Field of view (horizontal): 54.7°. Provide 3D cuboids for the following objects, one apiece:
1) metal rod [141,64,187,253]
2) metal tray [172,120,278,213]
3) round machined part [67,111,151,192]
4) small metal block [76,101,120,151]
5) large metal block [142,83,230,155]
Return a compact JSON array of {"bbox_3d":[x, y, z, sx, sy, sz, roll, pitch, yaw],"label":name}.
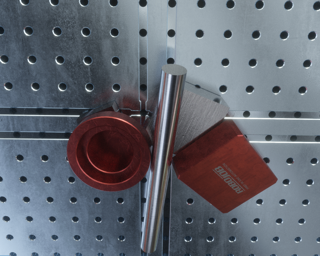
[{"bbox_3d":[-0.001,0.062,0.390,0.025,0.025,0.298,6,126,-2],"label":"metal rod"},{"bbox_3d":[0.087,0.056,0.401,0.090,0.030,0.130,-36,131,13],"label":"metal tray"},{"bbox_3d":[-0.059,0.025,0.380,0.099,0.042,0.097,1,111,2],"label":"round machined part"},{"bbox_3d":[-0.074,-0.001,0.409,0.050,0.025,0.050,-21,109,7],"label":"small metal block"},{"bbox_3d":[0.029,-0.012,0.392,0.080,0.050,0.079,22,109,-8],"label":"large metal block"}]
